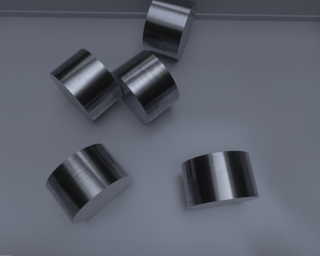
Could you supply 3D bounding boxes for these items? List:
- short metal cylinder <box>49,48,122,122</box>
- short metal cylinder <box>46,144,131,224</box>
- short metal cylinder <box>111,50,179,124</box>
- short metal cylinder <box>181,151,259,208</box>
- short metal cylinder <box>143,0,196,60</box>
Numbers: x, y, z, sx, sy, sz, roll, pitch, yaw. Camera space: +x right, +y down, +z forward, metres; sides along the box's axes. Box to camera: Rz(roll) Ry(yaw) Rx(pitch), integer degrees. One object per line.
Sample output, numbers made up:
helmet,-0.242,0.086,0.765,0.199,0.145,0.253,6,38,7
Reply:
short metal cylinder,-0.095,-0.054,0.399,0.080,0.080,0.050,43,76,13
short metal cylinder,-0.081,0.063,0.356,0.080,0.080,0.050,-39,75,-13
short metal cylinder,-0.020,-0.052,0.399,0.050,0.080,0.080,-38,75,-13
short metal cylinder,0.068,0.062,0.359,0.081,0.080,0.050,-7,70,-3
short metal cylinder,0.014,-0.142,0.432,0.050,0.080,0.080,19,71,6
